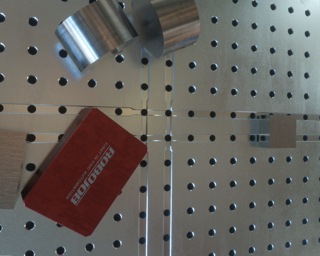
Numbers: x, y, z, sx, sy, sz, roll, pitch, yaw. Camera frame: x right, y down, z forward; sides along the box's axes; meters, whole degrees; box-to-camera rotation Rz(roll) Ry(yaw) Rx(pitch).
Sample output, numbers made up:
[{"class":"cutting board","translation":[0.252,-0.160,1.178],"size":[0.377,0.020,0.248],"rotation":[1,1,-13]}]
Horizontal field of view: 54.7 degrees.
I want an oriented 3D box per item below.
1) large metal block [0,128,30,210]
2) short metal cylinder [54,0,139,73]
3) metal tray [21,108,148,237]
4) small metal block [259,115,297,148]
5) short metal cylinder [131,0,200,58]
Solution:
[{"class":"large metal block","translation":[-0.190,0.038,0.329],"size":[0.081,0.050,0.080],"rotation":[10,87,-20]},{"class":"short metal cylinder","translation":[-0.071,-0.106,0.357],"size":[0.080,0.080,0.050],"rotation":[-36,102,-16]},{"class":"metal tray","translation":[-0.086,0.051,0.370],"size":[0.090,0.030,0.130],"rotation":[40,77,-26]},{"class":"small metal block","translation":[0.182,0.006,0.480],"size":[0.050,0.025,0.050],"rotation":[1,90,-20]},{"class":"short metal cylinder","translation":[0.006,-0.133,0.385],"size":[0.050,0.080,0.080],"rotation":[-25,99,-18]}]
